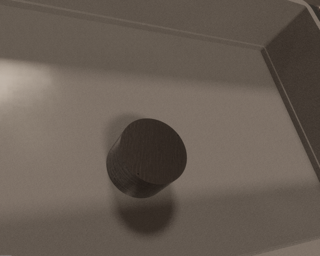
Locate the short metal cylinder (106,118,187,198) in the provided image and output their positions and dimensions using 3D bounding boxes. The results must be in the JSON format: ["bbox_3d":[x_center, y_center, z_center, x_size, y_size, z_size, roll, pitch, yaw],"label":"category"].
[{"bbox_3d":[-0.016,0.036,0.361,0.081,0.050,0.080,14,56,-21],"label":"short metal cylinder"}]
